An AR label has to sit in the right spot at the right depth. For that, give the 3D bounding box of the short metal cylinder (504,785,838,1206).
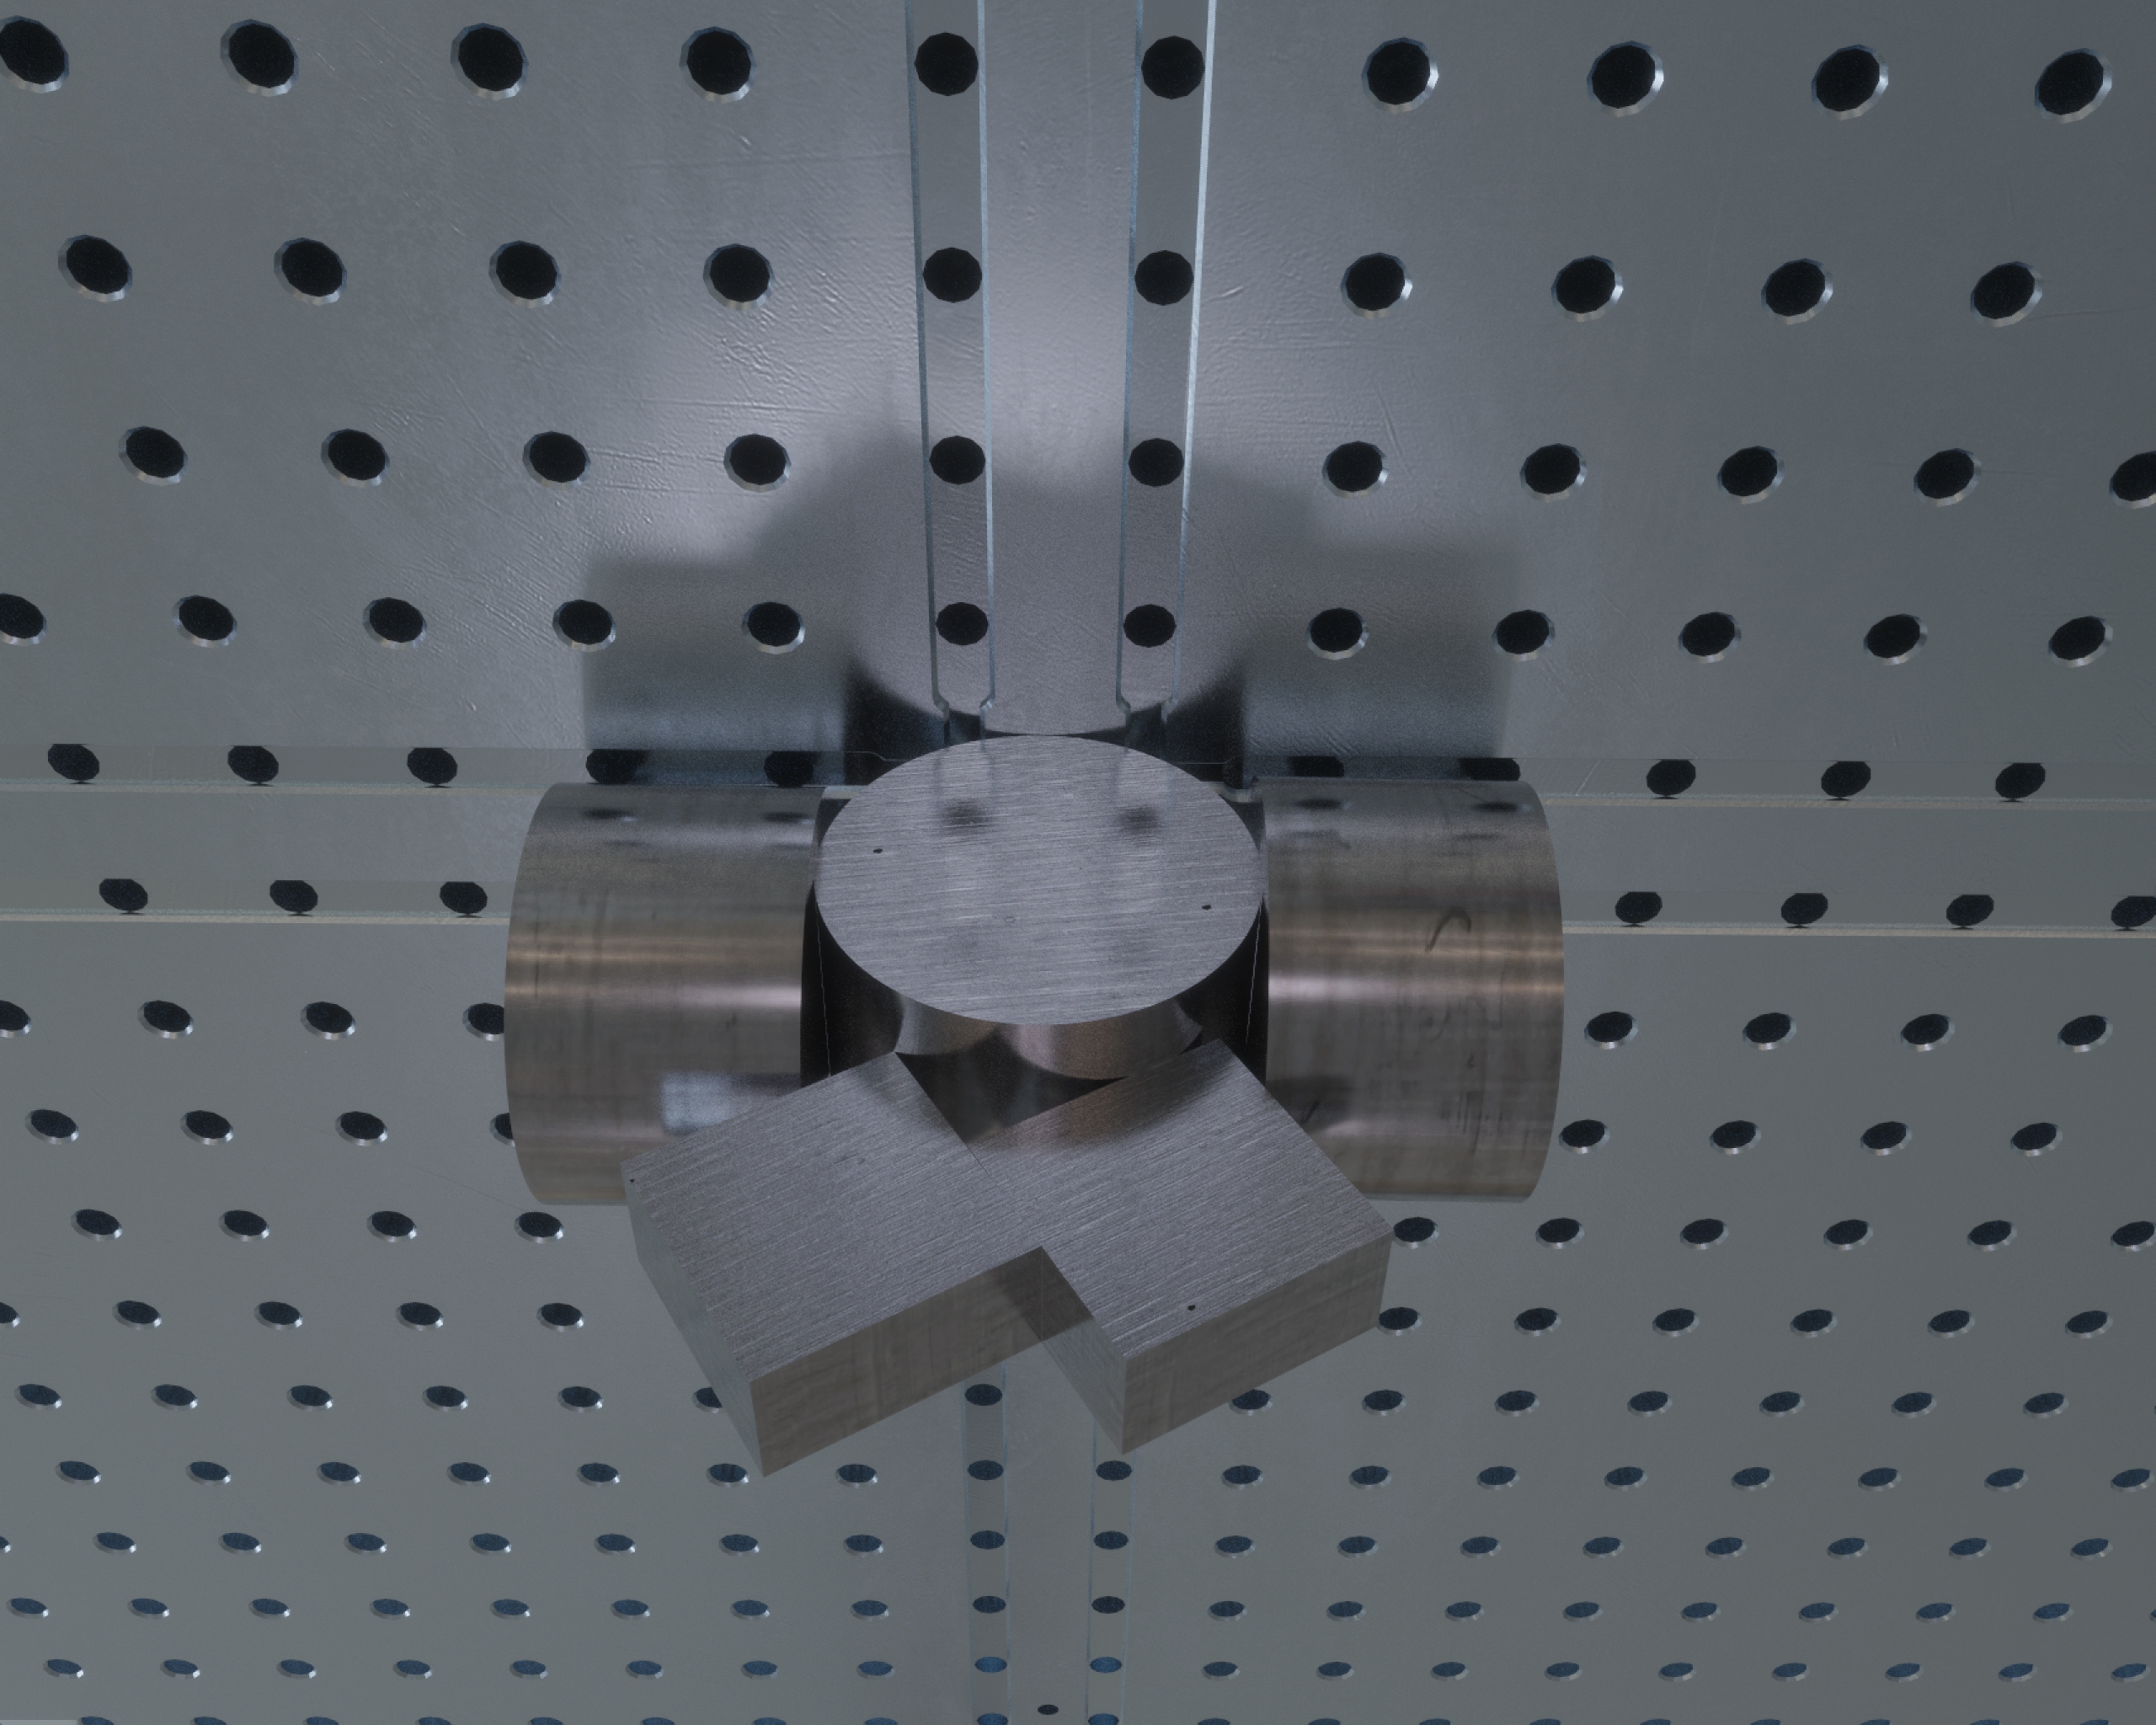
[{"bbox_3d":[-0.073,0.025,0.395,0.050,0.080,0.079,1,130,-1],"label":"short metal cylinder"}]

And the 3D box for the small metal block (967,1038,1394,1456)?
[{"bbox_3d":[0.016,0.062,0.347,0.050,0.050,0.025,-20,135,-24],"label":"small metal block"}]

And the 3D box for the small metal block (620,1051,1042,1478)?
[{"bbox_3d":[-0.040,0.064,0.343,0.050,0.050,0.025,-21,135,-24],"label":"small metal block"}]

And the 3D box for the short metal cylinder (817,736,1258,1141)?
[{"bbox_3d":[-0.007,0.020,0.392,0.081,0.080,0.050,1,130,-1],"label":"short metal cylinder"}]

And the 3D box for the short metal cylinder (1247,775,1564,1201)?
[{"bbox_3d":[0.058,0.024,0.395,0.050,0.080,0.079,1,130,0],"label":"short metal cylinder"}]
